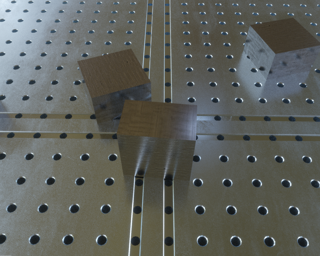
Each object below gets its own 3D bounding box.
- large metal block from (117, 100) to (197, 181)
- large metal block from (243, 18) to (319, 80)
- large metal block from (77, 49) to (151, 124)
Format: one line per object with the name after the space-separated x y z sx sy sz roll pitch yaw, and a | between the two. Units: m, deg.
-0.002 0.016 0.359 0.080 0.080 0.050 5 50 3 | large metal block
0.196 -0.130 0.504 0.081 0.050 0.080 -13 51 -11 | large metal block
-0.064 -0.062 0.442 0.081 0.050 0.080 -17 52 -15 | large metal block
